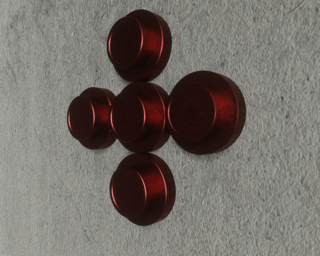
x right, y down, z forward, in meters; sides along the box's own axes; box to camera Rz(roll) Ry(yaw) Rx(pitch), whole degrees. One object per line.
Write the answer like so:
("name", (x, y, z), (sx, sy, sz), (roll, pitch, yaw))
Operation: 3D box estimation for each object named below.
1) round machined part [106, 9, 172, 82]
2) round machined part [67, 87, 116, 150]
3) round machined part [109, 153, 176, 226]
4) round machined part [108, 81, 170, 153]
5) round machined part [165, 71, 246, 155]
("round machined part", (-0.035, -0.112, 0.422), (0.098, 0.042, 0.097), (0, 90, 39))
("round machined part", (-0.108, -0.015, 0.481), (0.098, 0.042, 0.097), (0, 90, 39))
("round machined part", (-0.030, 0.083, 0.418), (0.098, 0.042, 0.097), (0, 90, 39))
("round machined part", (-0.032, -0.015, 0.420), (0.098, 0.042, 0.097), (0, 90, 39))
("round machined part", (0.044, -0.018, 0.357), (0.098, 0.042, 0.097), (0, 90, 39))
